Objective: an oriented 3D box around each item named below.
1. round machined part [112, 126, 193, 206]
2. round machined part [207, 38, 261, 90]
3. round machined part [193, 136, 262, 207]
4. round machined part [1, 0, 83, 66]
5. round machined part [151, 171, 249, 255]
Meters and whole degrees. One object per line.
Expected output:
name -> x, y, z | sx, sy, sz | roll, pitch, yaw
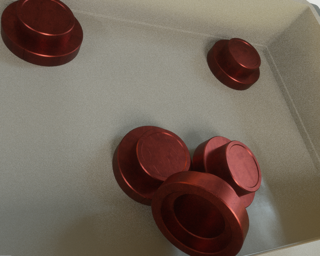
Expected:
round machined part -> -0.003, 0.039, 0.369 | 0.099, 0.042, 0.098 | 14, 56, -21
round machined part -> 0.135, -0.117, 0.538 | 0.099, 0.042, 0.098 | 14, 56, -21
round machined part -> 0.092, 0.055, 0.397 | 0.099, 0.042, 0.098 | 23, 52, -32
round machined part -> -0.147, -0.130, 0.395 | 0.099, 0.042, 0.098 | 13, 56, -21
round machined part -> 0.044, 0.085, 0.322 | 0.098, 0.097, 0.042 | 45, 40, 3
